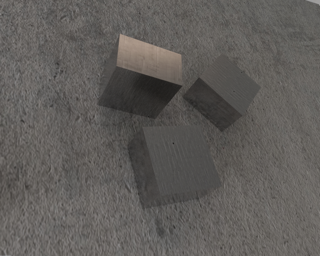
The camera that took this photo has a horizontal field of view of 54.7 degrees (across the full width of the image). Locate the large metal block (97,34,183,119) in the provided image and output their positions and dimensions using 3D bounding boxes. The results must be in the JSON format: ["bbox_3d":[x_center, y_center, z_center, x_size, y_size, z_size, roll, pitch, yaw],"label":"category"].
[{"bbox_3d":[-0.027,-0.061,0.391,0.081,0.080,0.050,14,56,-21],"label":"large metal block"}]

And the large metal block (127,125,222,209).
[{"bbox_3d":[0.015,0.044,0.369,0.081,0.050,0.080,-2,63,-29],"label":"large metal block"}]

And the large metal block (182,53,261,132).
[{"bbox_3d":[0.095,-0.055,0.472,0.080,0.050,0.080,42,51,0],"label":"large metal block"}]
